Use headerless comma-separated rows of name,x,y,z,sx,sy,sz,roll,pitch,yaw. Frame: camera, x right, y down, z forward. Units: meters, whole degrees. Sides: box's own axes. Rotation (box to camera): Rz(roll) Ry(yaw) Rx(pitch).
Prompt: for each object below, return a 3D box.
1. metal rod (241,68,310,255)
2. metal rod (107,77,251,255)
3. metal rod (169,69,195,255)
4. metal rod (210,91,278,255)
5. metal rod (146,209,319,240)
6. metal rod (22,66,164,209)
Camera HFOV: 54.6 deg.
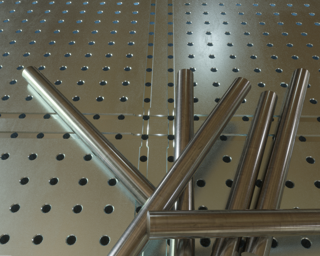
metal rod,0.154,0.023,0.389,0.025,0.025,0.301,19,53,16
metal rod,0.028,0.042,0.338,0.025,0.025,0.301,27,57,21
metal rod,0.029,0.033,0.379,0.025,0.025,0.300,3,50,2
metal rod,0.097,0.062,0.356,0.025,0.025,0.301,18,52,15
metal rod,0.138,0.091,0.301,0.302,0.025,0.025,2,50,-10
metal rod,-0.100,0.001,0.406,0.025,0.025,0.300,-35,58,-25
